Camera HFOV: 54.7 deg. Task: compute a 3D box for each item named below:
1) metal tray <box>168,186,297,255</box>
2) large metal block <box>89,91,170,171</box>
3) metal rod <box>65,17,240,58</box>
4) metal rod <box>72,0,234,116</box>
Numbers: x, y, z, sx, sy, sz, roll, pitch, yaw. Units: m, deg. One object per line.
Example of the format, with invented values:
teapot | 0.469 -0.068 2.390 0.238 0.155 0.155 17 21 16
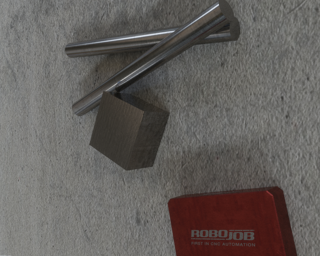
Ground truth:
metal tray | 0.074 0.116 0.340 0.130 0.030 0.090 -16 80 38
large metal block | -0.043 0.002 0.422 0.080 0.050 0.079 28 107 36
metal rod | -0.034 -0.119 0.430 0.300 0.025 0.025 6 94 39
metal rod | -0.034 -0.075 0.411 0.299 0.025 0.025 -23 75 43
